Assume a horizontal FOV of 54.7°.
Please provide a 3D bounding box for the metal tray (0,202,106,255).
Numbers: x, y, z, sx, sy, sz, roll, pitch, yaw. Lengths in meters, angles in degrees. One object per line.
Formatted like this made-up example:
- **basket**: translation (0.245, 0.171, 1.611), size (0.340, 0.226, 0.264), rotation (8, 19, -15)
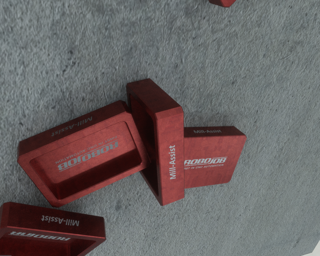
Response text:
- **metal tray**: translation (-0.146, 0.137, 0.388), size (0.131, 0.030, 0.090), rotation (23, 127, -37)

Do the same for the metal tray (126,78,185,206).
- **metal tray**: translation (-0.005, 0.017, 0.371), size (0.030, 0.090, 0.129), rotation (-16, 125, -19)

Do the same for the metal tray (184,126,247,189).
- **metal tray**: translation (0.059, 0.044, 0.462), size (0.131, 0.030, 0.089), rotation (-1, 119, -28)

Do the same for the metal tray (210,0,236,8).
- **metal tray**: translation (0.062, -0.203, 0.312), size (0.090, 0.030, 0.130), rotation (-45, 129, 3)

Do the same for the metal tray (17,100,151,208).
- **metal tray**: translation (-0.085, 0.032, 0.368), size (0.131, 0.030, 0.090), rotation (-24, 127, -7)
